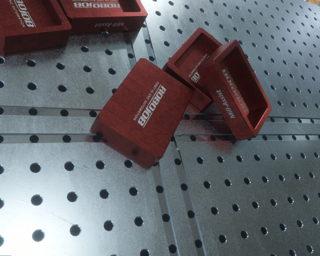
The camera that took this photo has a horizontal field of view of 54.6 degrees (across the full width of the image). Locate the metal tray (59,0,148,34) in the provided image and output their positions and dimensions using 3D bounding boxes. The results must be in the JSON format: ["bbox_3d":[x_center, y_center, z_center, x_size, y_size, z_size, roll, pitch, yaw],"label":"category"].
[{"bbox_3d":[-0.094,-0.190,0.469,0.131,0.030,0.090,-16,70,-34],"label":"metal tray"}]

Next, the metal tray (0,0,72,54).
[{"bbox_3d":[-0.185,-0.162,0.403,0.091,0.030,0.130,-21,73,-36],"label":"metal tray"}]

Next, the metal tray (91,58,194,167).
[{"bbox_3d":[-0.018,-0.025,0.410,0.090,0.030,0.130,33,51,-7],"label":"metal tray"}]

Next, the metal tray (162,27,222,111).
[{"bbox_3d":[0.067,-0.098,0.500,0.090,0.030,0.130,38,51,-2],"label":"metal tray"}]

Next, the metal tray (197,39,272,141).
[{"bbox_3d":[0.117,-0.058,0.470,0.090,0.030,0.130,-46,110,-41],"label":"metal tray"}]
